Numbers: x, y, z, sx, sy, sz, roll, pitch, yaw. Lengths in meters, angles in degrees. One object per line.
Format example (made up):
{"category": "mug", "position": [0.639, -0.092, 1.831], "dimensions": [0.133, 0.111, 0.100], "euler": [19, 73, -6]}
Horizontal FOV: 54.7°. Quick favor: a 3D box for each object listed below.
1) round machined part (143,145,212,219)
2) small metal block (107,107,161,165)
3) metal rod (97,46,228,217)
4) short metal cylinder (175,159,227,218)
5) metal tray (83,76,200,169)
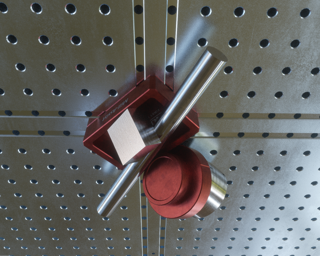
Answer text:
{"category": "round machined part", "position": [0.015, 0.069, 0.409], "dimensions": [0.098, 0.098, 0.042], "euler": [-38, 143, 27]}
{"category": "small metal block", "position": [-0.032, 0.010, 0.375], "dimensions": [0.025, 0.050, 0.050], "euler": [-9, 156, -45]}
{"category": "metal rod", "position": [-0.014, 0.026, 0.394], "dimensions": [0.025, 0.025, 0.298], "euler": [22, 127, -18]}
{"category": "short metal cylinder", "position": [0.048, 0.081, 0.444], "dimensions": [0.080, 0.080, 0.050], "euler": [-36, 122, 26]}
{"category": "metal tray", "position": [-0.025, 0.002, 0.409], "dimensions": [0.130, 0.030, 0.090], "euler": [-35, 122, 26]}
